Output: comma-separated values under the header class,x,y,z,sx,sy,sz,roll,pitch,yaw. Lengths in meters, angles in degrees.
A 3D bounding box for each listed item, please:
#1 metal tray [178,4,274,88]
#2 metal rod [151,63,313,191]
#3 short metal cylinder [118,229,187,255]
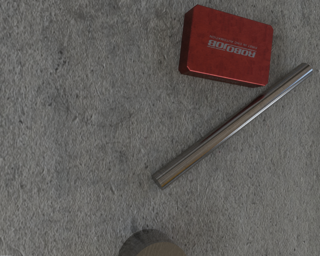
class,x,y,z,sx,sy,sz,roll,pitch,yaw
metal tray,0.096,-0.112,0.442,0.131,0.030,0.089,7,88,-20
metal rod,0.115,-0.010,0.451,0.301,0.025,0.025,-35,102,-17
short metal cylinder,-0.009,0.176,0.393,0.081,0.050,0.080,0,90,-20
